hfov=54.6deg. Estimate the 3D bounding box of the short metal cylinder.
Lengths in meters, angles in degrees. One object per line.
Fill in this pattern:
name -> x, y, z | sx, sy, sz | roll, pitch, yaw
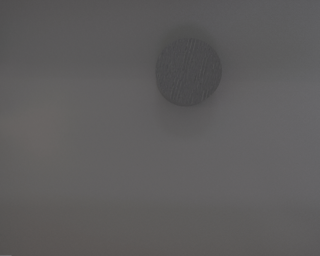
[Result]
short metal cylinder -> 0.035, -0.069, 0.399 | 0.080, 0.050, 0.080 | 0, 90, 0
